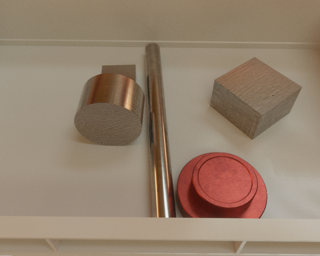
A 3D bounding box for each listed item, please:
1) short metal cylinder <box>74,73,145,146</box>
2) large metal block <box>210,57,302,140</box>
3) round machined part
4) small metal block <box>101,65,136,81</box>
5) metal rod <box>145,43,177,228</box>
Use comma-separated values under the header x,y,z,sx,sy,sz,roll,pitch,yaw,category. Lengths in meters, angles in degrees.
x,y,z,sx,sy,sz,roll,pitch,yaw,category
-0.061,-0.021,0.387,0.081,0.080,0.050,2,50,1,short metal cylinder
0.129,-0.043,0.427,0.081,0.050,0.080,-31,57,-24,large metal block
0.068,0.066,0.340,0.099,0.042,0.098,0,50,0,round machined part
-0.061,-0.068,0.462,0.050,0.025,0.050,-2,50,-2,small metal block
-0.004,-0.016,0.418,0.025,0.025,0.300,-2,50,-2,metal rod
